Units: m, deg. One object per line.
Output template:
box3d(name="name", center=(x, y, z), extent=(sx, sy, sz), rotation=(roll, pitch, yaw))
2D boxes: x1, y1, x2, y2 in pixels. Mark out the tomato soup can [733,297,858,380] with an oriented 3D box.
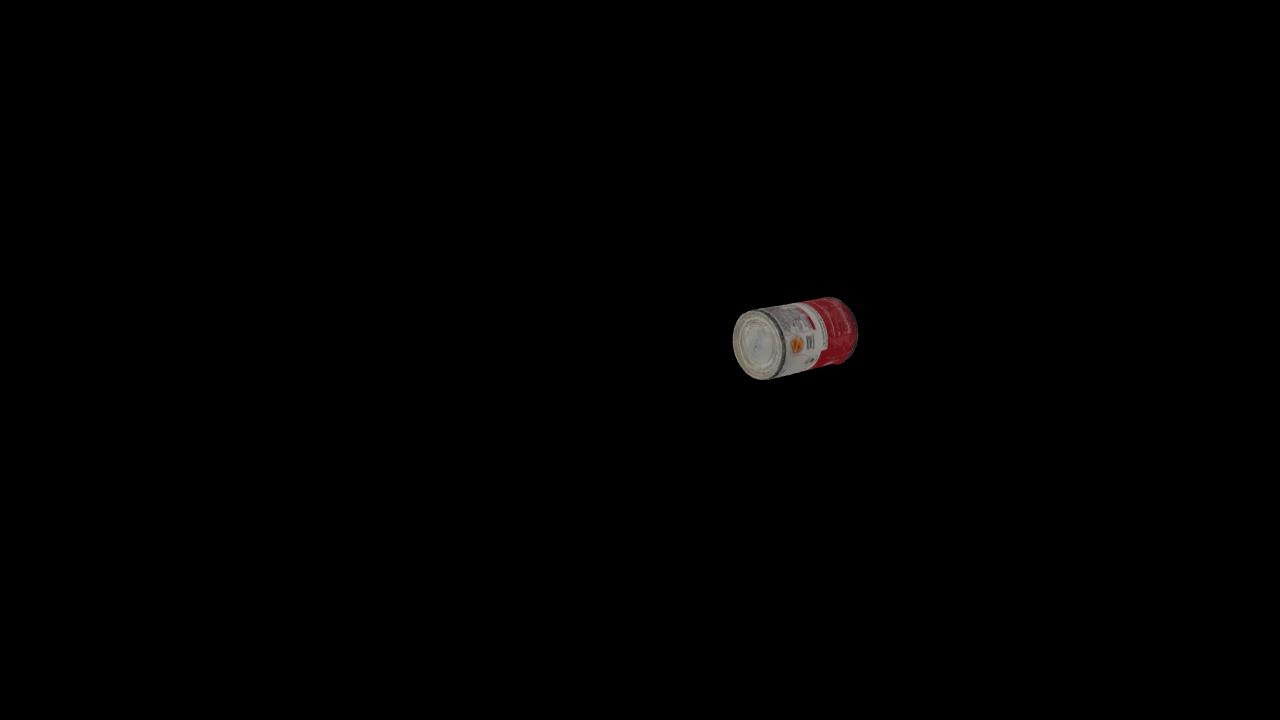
box3d(name="tomato soup can", center=(0.147, -0.021, 0.582), extent=(0.101, 0.068, 0.068), rotation=(-11, 6, -32))
